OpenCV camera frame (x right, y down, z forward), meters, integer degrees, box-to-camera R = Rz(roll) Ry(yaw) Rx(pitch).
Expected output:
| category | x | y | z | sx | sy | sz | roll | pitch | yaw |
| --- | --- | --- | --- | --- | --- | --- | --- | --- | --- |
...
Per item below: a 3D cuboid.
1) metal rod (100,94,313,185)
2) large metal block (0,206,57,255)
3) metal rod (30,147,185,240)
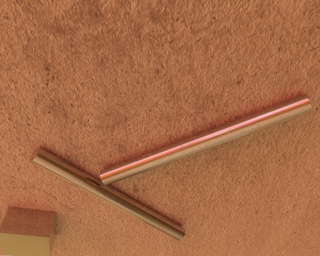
| category | x | y | z | sx | sy | sz | roll | pitch | yaw |
| --- | --- | --- | --- | --- | --- | --- | --- | --- | --- |
| metal rod | 0.050 | 0.022 | 0.426 | 0.300 | 0.025 | 0.025 | -22 | 127 | 17 |
| large metal block | -0.230 | 0.188 | 0.547 | 0.081 | 0.050 | 0.079 | 9 | 130 | -8 |
| metal rod | -0.069 | 0.117 | 0.505 | 0.301 | 0.025 | 0.025 | 37 | 121 | -28 |
